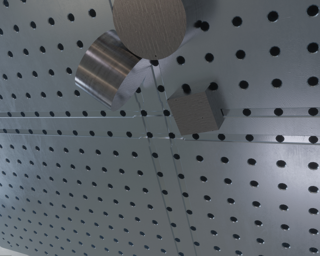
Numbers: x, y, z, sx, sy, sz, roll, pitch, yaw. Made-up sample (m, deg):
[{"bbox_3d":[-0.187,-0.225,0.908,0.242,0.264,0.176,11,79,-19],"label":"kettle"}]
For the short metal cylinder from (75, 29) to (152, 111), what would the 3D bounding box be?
[{"bbox_3d":[-0.053,-0.066,0.362,0.050,0.080,0.079,36,129,4],"label":"short metal cylinder"}]

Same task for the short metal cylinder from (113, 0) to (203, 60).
[{"bbox_3d":[-0.001,-0.117,0.323,0.080,0.050,0.079,13,124,21],"label":"short metal cylinder"}]

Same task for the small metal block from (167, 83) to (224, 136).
[{"bbox_3d":[0.043,-0.021,0.375,0.050,0.025,0.050,-10,113,32],"label":"small metal block"}]
